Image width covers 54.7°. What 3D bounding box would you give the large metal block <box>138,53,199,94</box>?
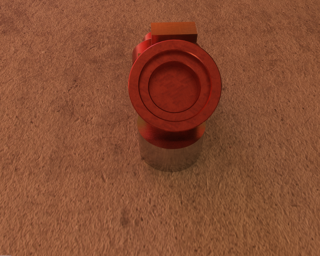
[{"bbox_3d":[0.013,-0.052,0.412,0.081,0.080,0.050,-2,50,-2],"label":"large metal block"}]

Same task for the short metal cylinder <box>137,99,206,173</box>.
[{"bbox_3d":[0.013,0.008,0.383,0.081,0.050,0.080,0,50,0],"label":"short metal cylinder"}]

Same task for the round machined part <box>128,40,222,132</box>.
[{"bbox_3d":[0.016,-0.044,0.345,0.099,0.042,0.097,0,88,-2],"label":"round machined part"}]

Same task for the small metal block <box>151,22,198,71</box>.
[{"bbox_3d":[0.015,-0.095,0.364,0.050,0.050,0.025,-2,50,-2],"label":"small metal block"}]

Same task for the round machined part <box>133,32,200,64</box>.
[{"bbox_3d":[0.010,-0.106,0.441,0.099,0.098,0.042,-2,75,-2],"label":"round machined part"}]
